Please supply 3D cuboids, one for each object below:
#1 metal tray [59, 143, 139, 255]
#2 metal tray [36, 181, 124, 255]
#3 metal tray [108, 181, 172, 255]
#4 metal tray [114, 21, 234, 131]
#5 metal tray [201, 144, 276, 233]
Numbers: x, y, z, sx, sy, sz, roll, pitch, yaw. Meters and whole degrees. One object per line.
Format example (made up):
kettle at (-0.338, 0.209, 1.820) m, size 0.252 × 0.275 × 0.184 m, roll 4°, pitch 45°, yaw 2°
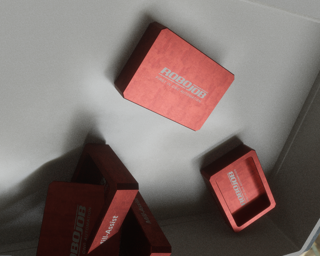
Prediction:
metal tray at (-0.082, 0.095, 0.379) m, size 0.030 × 0.090 × 0.129 m, roll 10°, pitch 114°, yaw -41°
metal tray at (-0.092, 0.132, 0.366) m, size 0.091 × 0.129 × 0.030 m, roll 6°, pitch 163°, yaw -3°
metal tray at (-0.044, 0.142, 0.406) m, size 0.030 × 0.130 × 0.089 m, roll 18°, pitch 109°, yaw -35°
metal tray at (0.022, -0.058, 0.383) m, size 0.131 × 0.030 × 0.090 m, roll 23°, pitch 106°, yaw -37°
metal tray at (0.135, 0.103, 0.523) m, size 0.090 × 0.030 × 0.130 m, roll -31°, pitch 114°, yaw -9°
